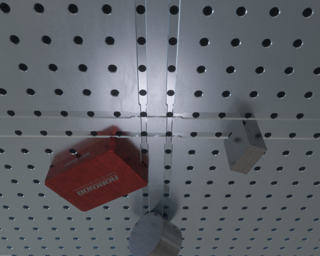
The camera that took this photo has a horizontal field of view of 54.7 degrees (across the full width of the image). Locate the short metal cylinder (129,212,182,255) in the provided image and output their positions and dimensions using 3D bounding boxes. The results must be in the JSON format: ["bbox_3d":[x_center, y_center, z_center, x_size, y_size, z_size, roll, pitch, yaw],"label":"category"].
[{"bbox_3d":[-0.008,0.196,0.542,0.080,0.080,0.050,-33,123,25],"label":"short metal cylinder"}]

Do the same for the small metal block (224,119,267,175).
[{"bbox_3d":[0.114,0.026,0.418,0.025,0.050,0.050,16,128,-13],"label":"small metal block"}]

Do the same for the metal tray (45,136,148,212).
[{"bbox_3d":[-0.095,0.074,0.470,0.130,0.030,0.090,-26,126,20],"label":"metal tray"}]
